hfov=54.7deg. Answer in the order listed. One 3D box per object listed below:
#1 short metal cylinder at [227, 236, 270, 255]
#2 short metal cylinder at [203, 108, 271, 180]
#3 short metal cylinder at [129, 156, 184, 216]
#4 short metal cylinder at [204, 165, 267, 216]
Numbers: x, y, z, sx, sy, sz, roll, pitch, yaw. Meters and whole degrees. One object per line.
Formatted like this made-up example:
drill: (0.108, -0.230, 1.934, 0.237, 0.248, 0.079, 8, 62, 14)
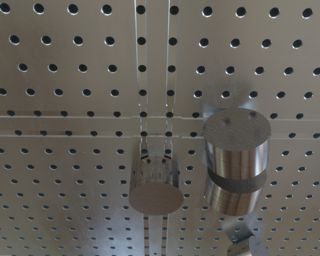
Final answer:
short metal cylinder: (0.174, 0.256, 0.595, 0.050, 0.080, 0.080, -37, 121, 27)
short metal cylinder: (0.097, 0.018, 0.392, 0.080, 0.080, 0.050, -7, 130, 6)
short metal cylinder: (-0.005, 0.089, 0.471, 0.081, 0.050, 0.079, 0, 130, 0)
short metal cylinder: (0.105, 0.077, 0.442, 0.081, 0.080, 0.050, 0, 130, -1)
